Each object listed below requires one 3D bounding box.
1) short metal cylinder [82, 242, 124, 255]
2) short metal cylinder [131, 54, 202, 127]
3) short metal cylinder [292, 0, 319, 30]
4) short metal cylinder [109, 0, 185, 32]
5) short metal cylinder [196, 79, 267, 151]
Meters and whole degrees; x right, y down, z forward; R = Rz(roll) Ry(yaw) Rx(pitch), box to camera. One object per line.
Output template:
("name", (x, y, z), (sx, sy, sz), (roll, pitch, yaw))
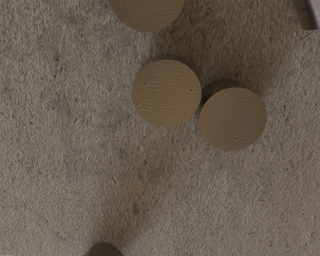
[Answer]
("short metal cylinder", (-0.089, 0.220, 0.461), (0.080, 0.080, 0.050), (41, 105, -14))
("short metal cylinder", (0.007, -0.047, 0.379), (0.081, 0.050, 0.079), (0, 110, 0))
("short metal cylinder", (0.184, -0.146, 0.328), (0.080, 0.080, 0.050), (-26, 108, 9))
("short metal cylinder", (-0.014, -0.149, 0.341), (0.081, 0.050, 0.079), (0, 110, 0))
("short metal cylinder", (0.087, -0.018, 0.391), (0.081, 0.050, 0.079), (0, 110, 0))
